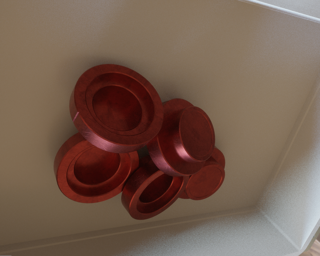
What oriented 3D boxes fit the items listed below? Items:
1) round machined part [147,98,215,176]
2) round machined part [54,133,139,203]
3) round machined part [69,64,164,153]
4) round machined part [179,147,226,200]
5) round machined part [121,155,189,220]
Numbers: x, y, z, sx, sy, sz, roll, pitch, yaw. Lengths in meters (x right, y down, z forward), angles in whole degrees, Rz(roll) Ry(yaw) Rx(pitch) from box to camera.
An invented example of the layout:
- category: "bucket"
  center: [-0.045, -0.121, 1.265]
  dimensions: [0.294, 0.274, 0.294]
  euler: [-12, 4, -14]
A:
- category: "round machined part"
  center: [0.032, 0.010, 0.385]
  dimensions: [0.099, 0.042, 0.098]
  euler: [14, 70, -43]
- category: "round machined part"
  center: [-0.079, 0.040, 0.378]
  dimensions: [0.099, 0.042, 0.097]
  euler: [-14, 125, -21]
- category: "round machined part"
  center: [-0.049, -0.017, 0.336]
  dimensions: [0.099, 0.098, 0.042]
  euler: [2, 153, -30]
- category: "round machined part"
  center: [0.060, 0.071, 0.474]
  dimensions: [0.099, 0.042, 0.097]
  euler: [-14, 125, -21]
- category: "round machined part"
  center: [-0.011, 0.074, 0.422]
  dimensions: [0.099, 0.042, 0.097]
  euler: [-26, 139, -25]
